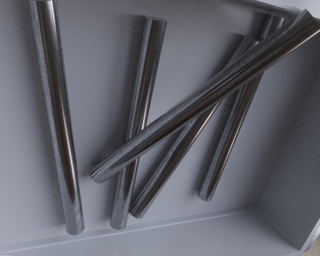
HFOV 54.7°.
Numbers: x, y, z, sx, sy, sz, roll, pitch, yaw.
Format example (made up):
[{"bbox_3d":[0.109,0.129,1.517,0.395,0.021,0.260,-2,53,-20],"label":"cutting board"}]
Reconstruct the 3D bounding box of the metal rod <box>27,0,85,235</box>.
[{"bbox_3d":[-0.112,0.011,0.355,0.025,0.025,0.298,-12,124,-23],"label":"metal rod"}]

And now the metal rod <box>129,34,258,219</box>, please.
[{"bbox_3d":[0.042,0.007,0.437,0.025,0.025,0.299,23,106,-37],"label":"metal rod"}]

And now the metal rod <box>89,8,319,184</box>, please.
[{"bbox_3d":[0.026,-0.017,0.339,0.299,0.025,0.025,-36,134,27],"label":"metal rod"}]

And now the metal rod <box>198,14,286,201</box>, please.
[{"bbox_3d":[0.114,-0.015,0.463,0.025,0.025,0.298,2,118,-30],"label":"metal rod"}]

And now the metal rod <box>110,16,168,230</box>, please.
[{"bbox_3d":[-0.033,0.013,0.399,0.025,0.025,0.298,-2,120,-28],"label":"metal rod"}]
